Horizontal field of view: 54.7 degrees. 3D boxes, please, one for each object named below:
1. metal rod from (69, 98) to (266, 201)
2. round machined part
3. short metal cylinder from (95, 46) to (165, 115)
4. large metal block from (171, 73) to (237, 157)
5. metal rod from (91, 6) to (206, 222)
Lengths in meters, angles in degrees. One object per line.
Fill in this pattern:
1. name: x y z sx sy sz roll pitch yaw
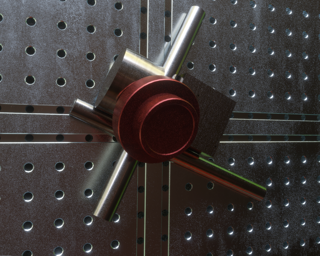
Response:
1. metal rod: 0.024 0.037 0.422 0.302 0.025 0.025 26 81 -19
2. round machined part: 0.002 -0.005 0.335 0.099 0.042 0.097 -10 114 -24
3. short metal cylinder: -0.037 -0.049 0.370 0.050 0.080 0.080 26 81 -19
4. large metal block: 0.042 -0.016 0.412 0.080 0.050 0.080 27 81 -18
5. metal rod: -0.007 -0.030 0.390 0.025 0.025 0.300 30 73 -18
